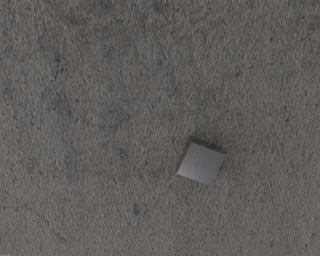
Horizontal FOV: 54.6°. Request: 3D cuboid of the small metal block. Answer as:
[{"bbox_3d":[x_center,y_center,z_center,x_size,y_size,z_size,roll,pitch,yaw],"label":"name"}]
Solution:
[{"bbox_3d":[0.055,0.045,0.426,0.050,0.025,0.050,21,109,-8],"label":"small metal block"}]
